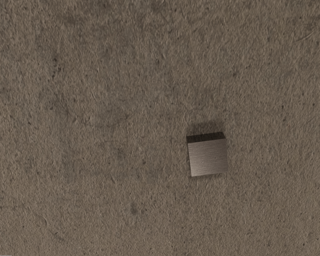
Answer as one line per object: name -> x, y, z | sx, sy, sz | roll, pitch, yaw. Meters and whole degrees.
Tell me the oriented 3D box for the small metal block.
small metal block -> 0.065, 0.036, 0.424 | 0.050, 0.025, 0.050 | -8, 110, 2
